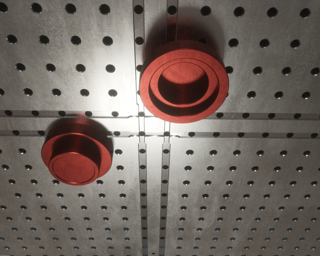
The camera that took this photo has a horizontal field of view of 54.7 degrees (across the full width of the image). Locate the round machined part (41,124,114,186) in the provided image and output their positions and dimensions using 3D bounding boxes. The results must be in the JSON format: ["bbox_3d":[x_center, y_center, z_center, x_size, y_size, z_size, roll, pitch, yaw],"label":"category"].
[{"bbox_3d":[-0.117,0.044,0.436,0.099,0.042,0.097,-1,130,0],"label":"round machined part"}]

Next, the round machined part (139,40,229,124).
[{"bbox_3d":[0.026,-0.055,0.354,0.099,0.042,0.097,-1,130,0],"label":"round machined part"}]
